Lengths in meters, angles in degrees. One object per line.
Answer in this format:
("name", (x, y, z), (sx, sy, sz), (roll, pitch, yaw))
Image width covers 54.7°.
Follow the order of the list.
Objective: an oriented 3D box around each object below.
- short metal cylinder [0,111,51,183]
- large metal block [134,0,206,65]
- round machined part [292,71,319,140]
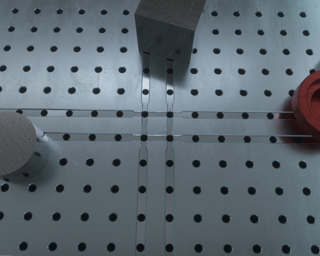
("short metal cylinder", (-0.186, 0.025, 0.388), (0.081, 0.050, 0.080), (0, 70, 0))
("large metal block", (0.014, -0.141, 0.434), (0.080, 0.080, 0.050), (17, 71, 6))
("round machined part", (0.225, -0.026, 0.414), (0.099, 0.042, 0.098), (0, 70, 0))
